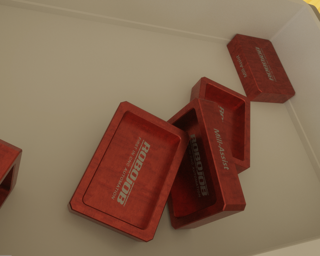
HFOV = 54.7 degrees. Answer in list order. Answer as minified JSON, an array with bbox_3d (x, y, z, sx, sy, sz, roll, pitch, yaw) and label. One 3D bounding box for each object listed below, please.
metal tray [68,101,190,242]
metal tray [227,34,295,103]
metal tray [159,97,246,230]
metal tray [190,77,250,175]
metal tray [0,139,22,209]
[{"bbox_3d":[-0.030,0.046,0.340,0.090,0.030,0.130,27,64,-10],"label":"metal tray"},{"bbox_3d":[0.185,-0.109,0.572,0.091,0.030,0.130,1,61,-28],"label":"metal tray"},{"bbox_3d":[0.040,0.042,0.359,0.030,0.090,0.130,9,57,-33],"label":"metal tray"},{"bbox_3d":[0.086,-0.005,0.453,0.091,0.030,0.130,23,53,-15],"label":"metal tray"},{"bbox_3d":[-0.156,0.077,0.232,0.030,0.090,0.130,29,52,-11],"label":"metal tray"}]
